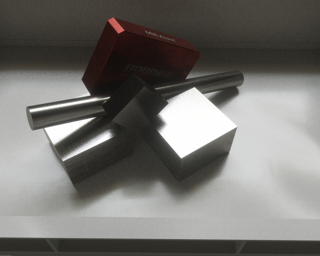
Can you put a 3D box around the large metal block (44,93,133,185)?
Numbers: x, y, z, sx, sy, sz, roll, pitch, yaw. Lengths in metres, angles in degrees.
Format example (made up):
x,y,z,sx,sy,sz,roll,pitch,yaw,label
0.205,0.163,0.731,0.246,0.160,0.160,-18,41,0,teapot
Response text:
x,y,z,sx,sy,sz,roll,pitch,yaw,label
-0.090,0.008,0.376,0.081,0.050,0.080,-27,55,-21,large metal block

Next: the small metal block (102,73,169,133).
x,y,z,sx,sy,sz,roll,pitch,yaw,label
-0.027,-0.026,0.345,0.050,0.050,0.025,-45,56,11,small metal block

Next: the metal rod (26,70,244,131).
x,y,z,sx,sy,sz,roll,pitch,yaw,label
-0.006,-0.042,0.390,0.303,0.025,0.025,-15,50,-32,metal rod

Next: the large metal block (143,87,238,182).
x,y,z,sx,sy,sz,roll,pitch,yaw,label
0.034,0.006,0.383,0.081,0.050,0.080,-27,55,-21,large metal block

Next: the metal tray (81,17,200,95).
x,y,z,sx,sy,sz,roll,pitch,yaw,label
-0.021,-0.077,0.390,0.131,0.089,0.030,1,42,-43,metal tray
